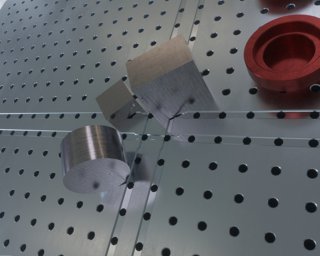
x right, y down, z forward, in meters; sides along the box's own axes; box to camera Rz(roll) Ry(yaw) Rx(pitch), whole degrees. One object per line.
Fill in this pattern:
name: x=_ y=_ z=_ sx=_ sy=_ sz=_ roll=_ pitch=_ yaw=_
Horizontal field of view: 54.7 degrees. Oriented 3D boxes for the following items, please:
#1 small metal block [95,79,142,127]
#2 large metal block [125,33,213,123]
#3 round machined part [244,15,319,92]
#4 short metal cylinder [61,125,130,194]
small metal block: x=-0.063 y=-0.038 z=0.465 sx=0.050 sy=0.025 sz=0.050 roll=-36 pitch=51 yaw=4
large metal block: x=0.013 y=-0.061 z=0.404 sx=0.080 sy=0.080 sz=0.050 roll=-25 pitch=53 yaw=13
round machined part: x=0.154 y=-0.083 z=0.368 sx=0.098 sy=0.042 sz=0.098 roll=-13 pitch=56 yaw=21
short metal cylinder: x=-0.082 y=0.041 z=0.391 sx=0.080 sy=0.080 sz=0.050 roll=-27 pitch=52 yaw=11
